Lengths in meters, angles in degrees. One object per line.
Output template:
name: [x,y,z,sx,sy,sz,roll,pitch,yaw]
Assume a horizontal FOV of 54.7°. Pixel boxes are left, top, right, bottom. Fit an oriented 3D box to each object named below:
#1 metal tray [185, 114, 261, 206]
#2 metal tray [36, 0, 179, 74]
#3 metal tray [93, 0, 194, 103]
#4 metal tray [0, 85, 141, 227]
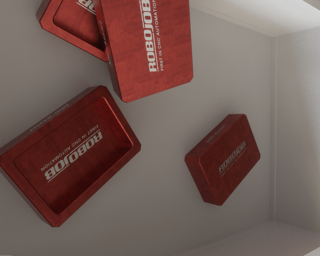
metal tray: [0.104,0.047,0.490,0.131,0.030,0.090,-39,114,-33]
metal tray: [-0.050,-0.119,0.333,0.131,0.030,0.090,24,107,-38]
metal tray: [-0.014,-0.099,0.326,0.091,0.030,0.129,-21,128,-17]
metal tray: [-0.090,0.025,0.327,0.131,0.030,0.090,-43,116,-31]
